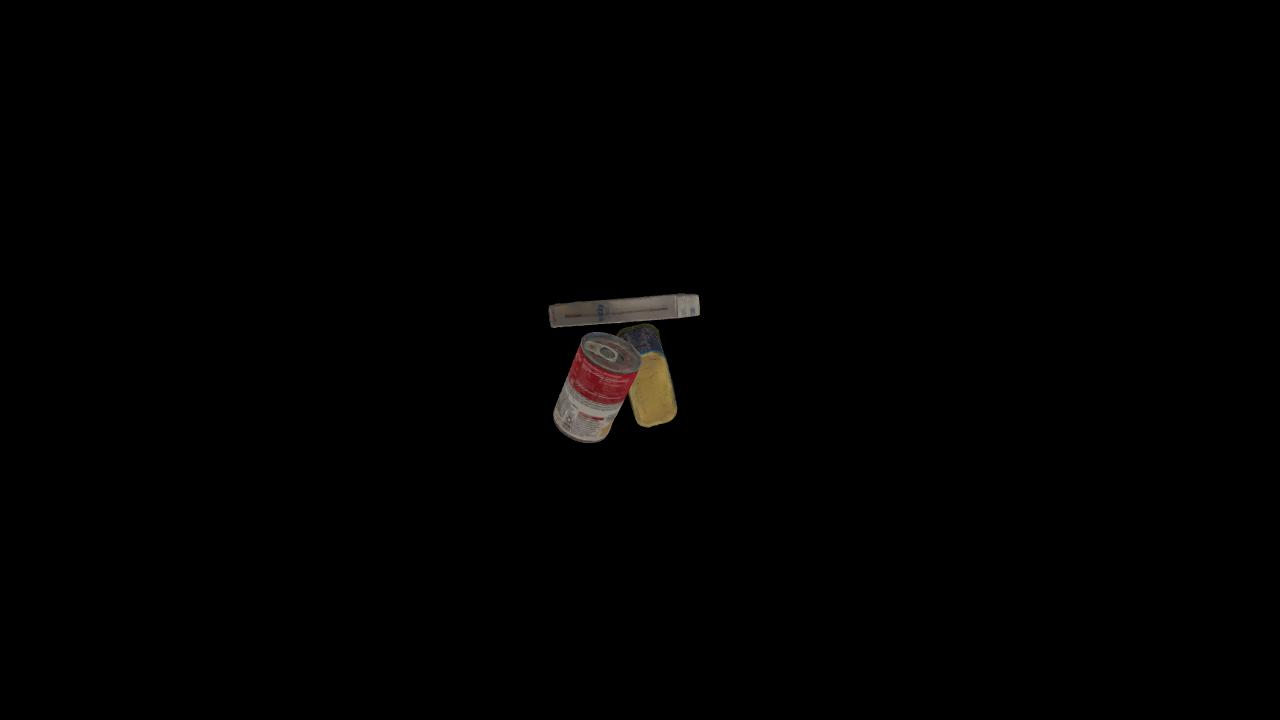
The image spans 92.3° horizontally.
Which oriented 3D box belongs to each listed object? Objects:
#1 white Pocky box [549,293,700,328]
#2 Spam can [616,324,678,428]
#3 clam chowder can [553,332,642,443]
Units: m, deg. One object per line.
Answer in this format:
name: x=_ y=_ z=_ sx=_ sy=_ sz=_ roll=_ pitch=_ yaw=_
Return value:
white Pocky box: x=-0.017 y=-0.057 z=0.697 sx=0.154 sy=0.028 sz=0.084 roll=-2 pitch=6 yaw=23
Spam can: x=0.008 y=0.019 z=0.749 sx=0.058 sy=0.101 sz=0.085 roll=-15 pitch=27 yaw=-1
clam chowder can: x=-0.047 y=0.031 z=0.655 sx=0.068 sy=0.102 sz=0.068 roll=18 pitch=30 yaw=-11
